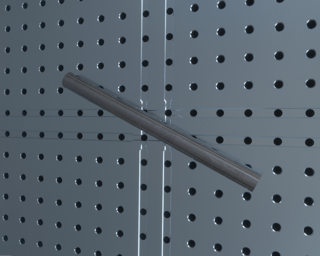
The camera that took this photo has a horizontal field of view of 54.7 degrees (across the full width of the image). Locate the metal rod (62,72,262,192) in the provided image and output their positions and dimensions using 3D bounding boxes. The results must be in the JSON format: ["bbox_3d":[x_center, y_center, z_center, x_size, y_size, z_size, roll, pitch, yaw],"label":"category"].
[{"bbox_3d":[-0.010,-0.003,0.415,0.301,0.025,0.025,29,99,17],"label":"metal rod"}]
